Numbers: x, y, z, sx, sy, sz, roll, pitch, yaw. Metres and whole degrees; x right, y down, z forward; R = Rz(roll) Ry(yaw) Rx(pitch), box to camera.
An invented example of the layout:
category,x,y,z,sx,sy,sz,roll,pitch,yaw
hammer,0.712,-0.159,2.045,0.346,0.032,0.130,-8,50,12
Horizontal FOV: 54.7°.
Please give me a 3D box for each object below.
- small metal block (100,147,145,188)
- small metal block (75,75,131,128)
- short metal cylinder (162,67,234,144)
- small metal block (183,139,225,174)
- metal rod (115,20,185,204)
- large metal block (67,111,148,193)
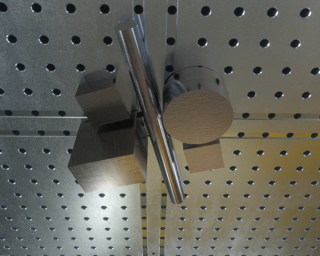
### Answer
category,x,y,z,sx,sy,sz,roll,pitch,yaw
small metal block,-0.055,0.059,0.461,0.050,0.025,0.050,-12,129,9
small metal block,-0.068,-0.032,0.383,0.050,0.025,0.050,-14,129,10
short metal cylinder,0.043,-0.026,0.373,0.081,0.050,0.079,0,130,0
small metal block,0.062,0.035,0.443,0.050,0.025,0.050,-11,130,9
metal rod,-0.003,0.004,0.415,0.025,0.025,0.298,-10,130,8
large metal block,-0.062,0.030,0.398,0.080,0.080,0.050,-12,129,9
